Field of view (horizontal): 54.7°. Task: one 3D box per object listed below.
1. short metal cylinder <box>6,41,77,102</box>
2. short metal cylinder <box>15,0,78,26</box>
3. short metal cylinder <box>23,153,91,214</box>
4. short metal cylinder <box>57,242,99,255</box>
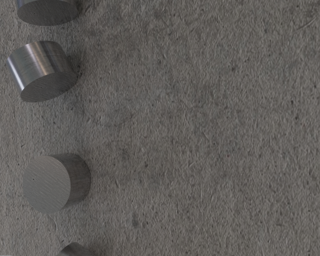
[{"bbox_3d":[-0.166,-0.078,0.438,0.080,0.080,0.050,-31,80,17],"label":"short metal cylinder"},{"bbox_3d":[-0.161,-0.185,0.437,0.080,0.080,0.050,-12,86,19],"label":"short metal cylinder"},{"bbox_3d":[-0.148,0.078,0.448,0.080,0.050,0.080,0,90,20],"label":"short metal cylinder"},{"bbox_3d":[-0.116,0.205,0.421,0.050,0.080,0.080,24,98,18],"label":"short metal cylinder"}]
